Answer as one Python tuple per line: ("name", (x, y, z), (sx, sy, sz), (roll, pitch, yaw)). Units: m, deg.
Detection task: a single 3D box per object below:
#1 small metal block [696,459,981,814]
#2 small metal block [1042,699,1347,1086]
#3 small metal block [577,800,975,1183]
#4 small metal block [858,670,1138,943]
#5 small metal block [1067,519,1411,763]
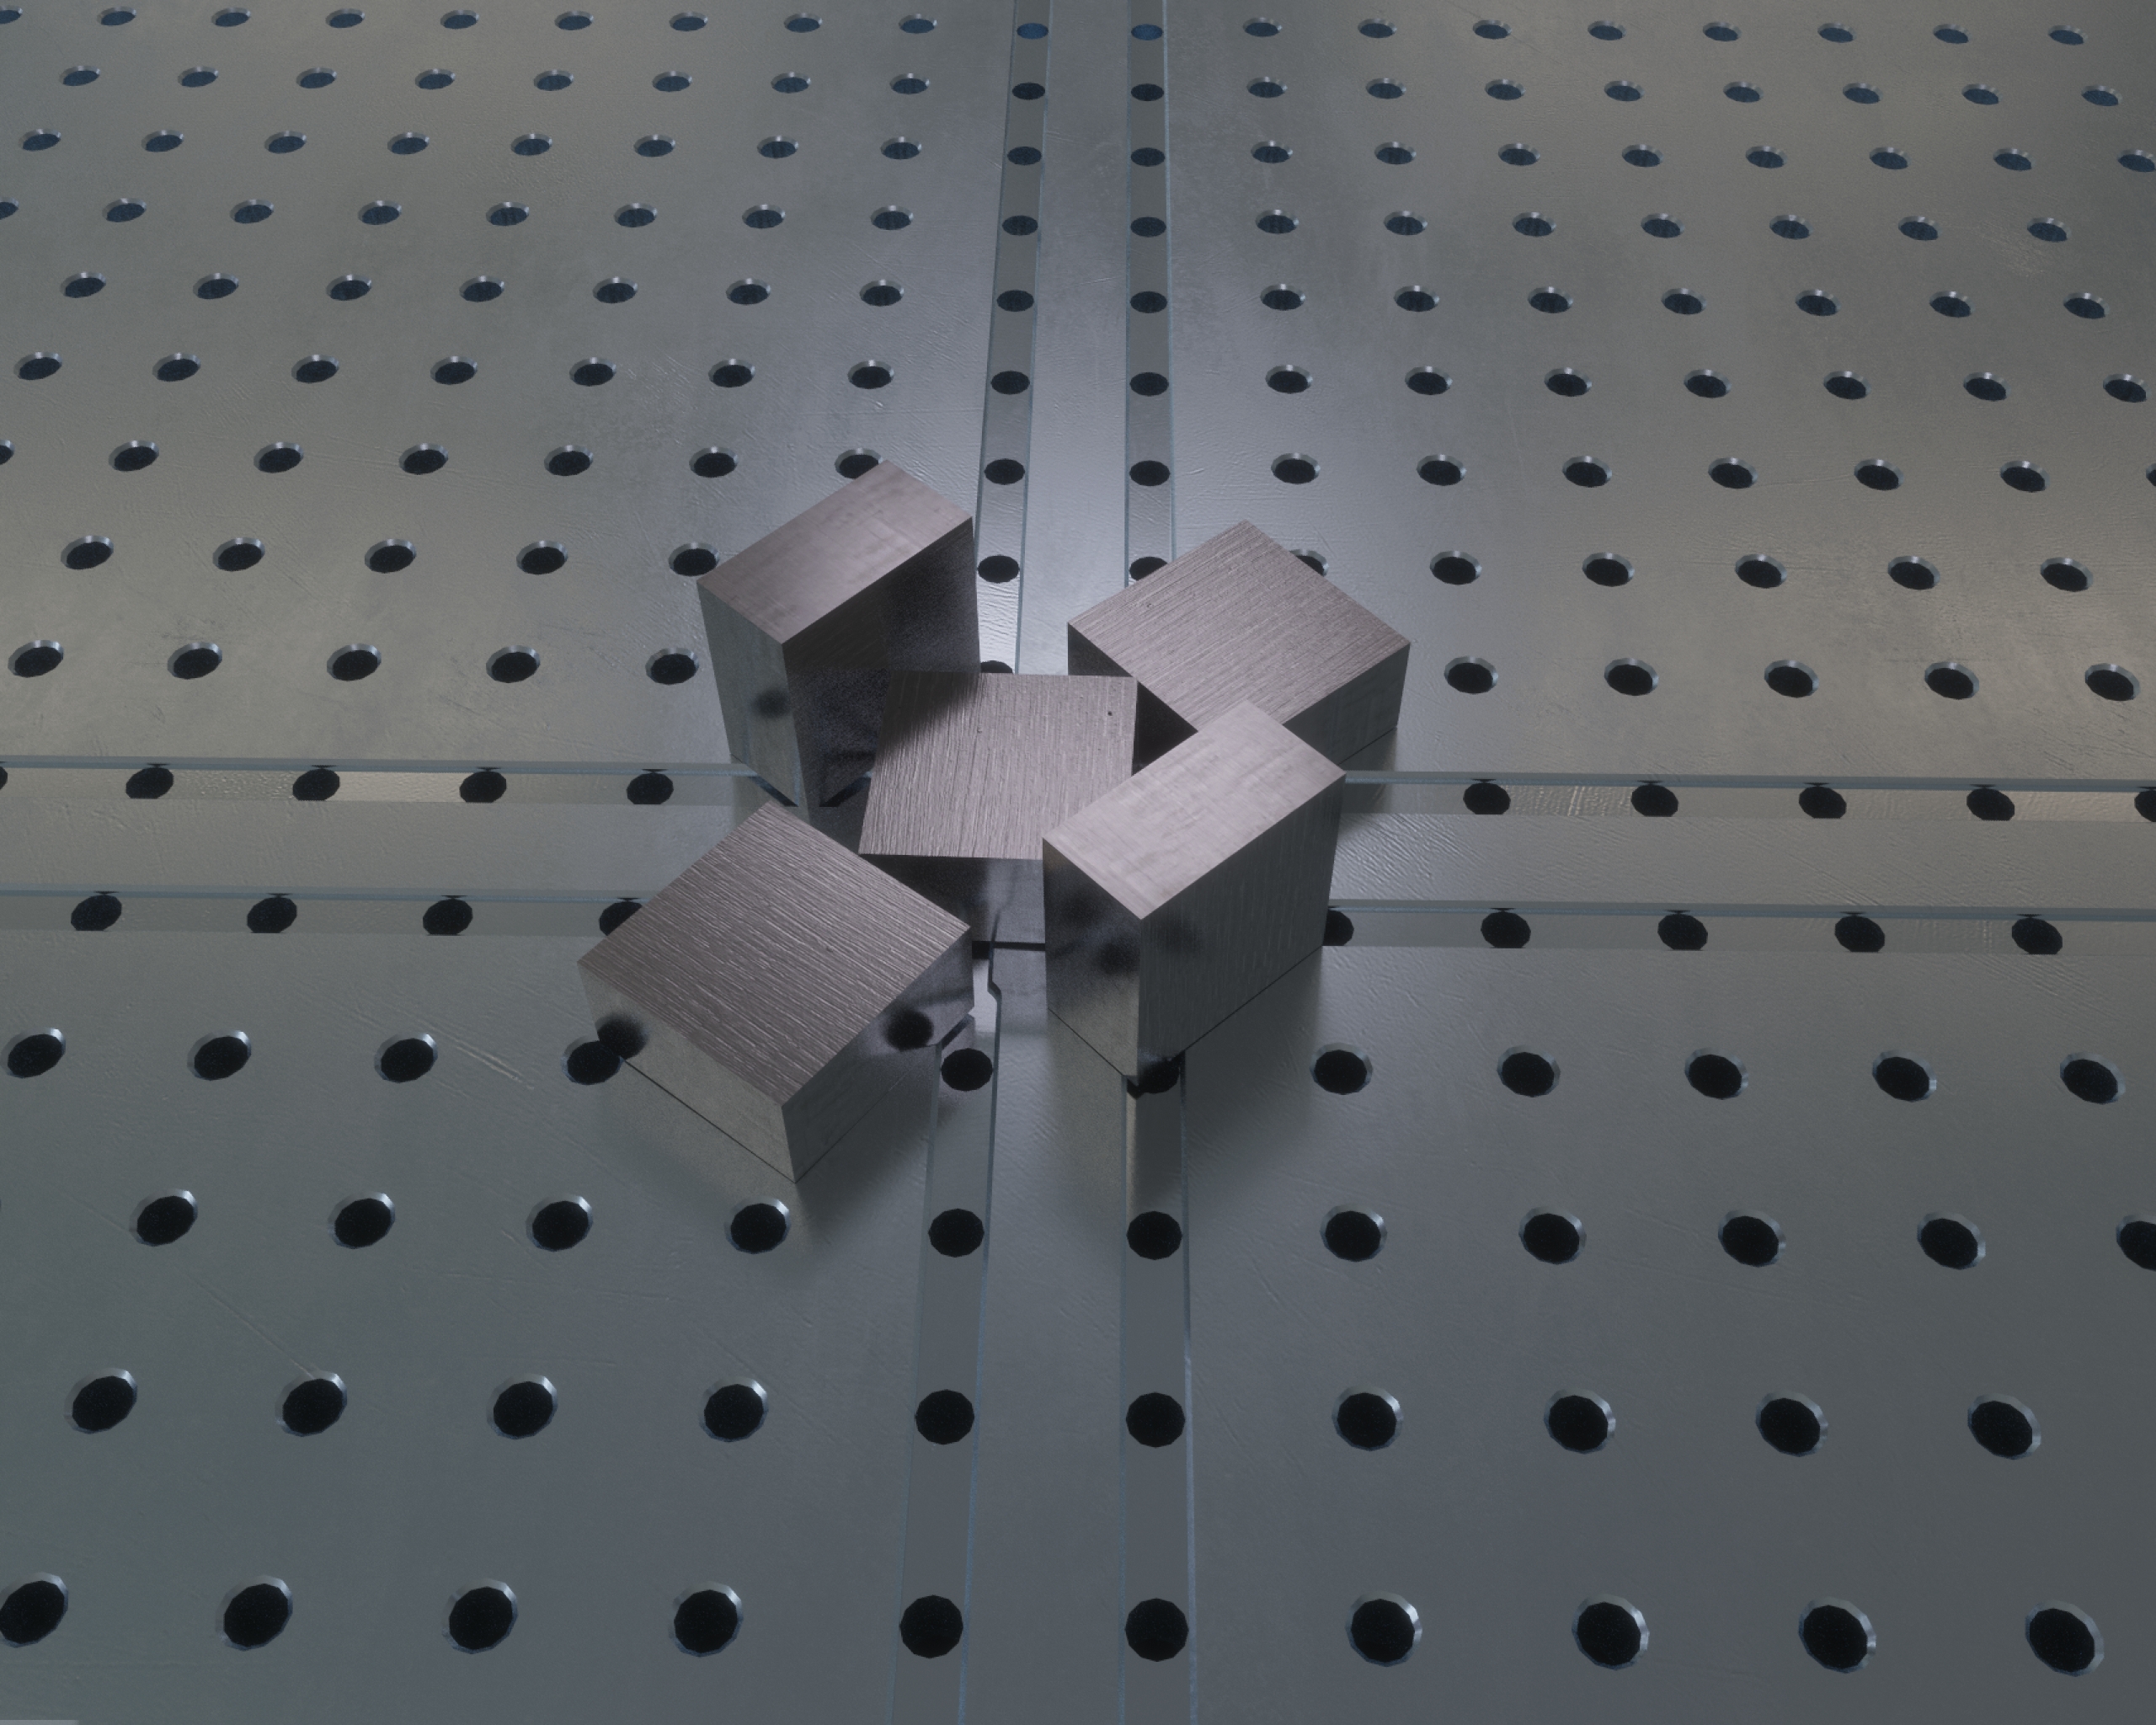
("small metal block", (-0.047, -0.046, 0.430), (0.025, 0.050, 0.050), (37, 60, 26))
("small metal block", (0.021, 0.006, 0.387), (0.050, 0.050, 0.025), (-35, 58, -26))
("small metal block", (-0.055, 0.023, 0.388), (0.050, 0.025, 0.050), (31, 56, 23))
("small metal block", (-0.014, -0.011, 0.417), (0.050, 0.025, 0.050), (2, 49, 3))
("small metal block", (0.033, -0.040, 0.441), (0.050, 0.025, 0.050), (-33, 57, -24))
